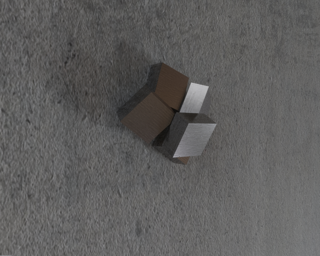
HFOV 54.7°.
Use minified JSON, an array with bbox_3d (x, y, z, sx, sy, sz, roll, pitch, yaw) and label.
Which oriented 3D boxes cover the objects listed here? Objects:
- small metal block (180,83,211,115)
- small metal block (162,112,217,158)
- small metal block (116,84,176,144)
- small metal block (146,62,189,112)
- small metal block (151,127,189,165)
[{"bbox_3d":[0.051,-0.028,0.437,0.050,0.025,0.050,62,47,-64],"label":"small metal block"},{"bbox_3d":[0.037,0.009,0.392,0.050,0.025,0.050,0,123,-40],"label":"small metal block"},{"bbox_3d":[-0.016,-0.017,0.380,0.050,0.025,0.050,-43,124,9],"label":"small metal block"},{"bbox_3d":[0.008,-0.053,0.415,0.050,0.025,0.050,22,76,-38],"label":"small metal block"},{"bbox_3d":[0.022,0.016,0.427,0.050,0.025,0.050,40,66,-33],"label":"small metal block"}]
